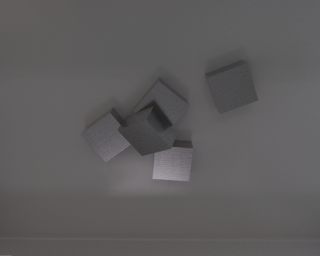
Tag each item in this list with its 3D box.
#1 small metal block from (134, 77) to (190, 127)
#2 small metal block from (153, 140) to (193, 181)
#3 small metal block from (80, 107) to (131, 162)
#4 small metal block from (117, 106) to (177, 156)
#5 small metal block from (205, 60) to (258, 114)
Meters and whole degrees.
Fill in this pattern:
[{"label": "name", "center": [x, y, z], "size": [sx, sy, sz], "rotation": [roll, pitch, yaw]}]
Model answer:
[{"label": "small metal block", "center": [0.002, -0.028, 0.401], "size": [0.050, 0.025, 0.050], "rotation": [38, 106, -13]}, {"label": "small metal block", "center": [0.017, 0.044, 0.427], "size": [0.050, 0.025, 0.050], "rotation": [4, 110, -2]}, {"label": "small metal block", "center": [-0.068, 0.009, 0.414], "size": [0.050, 0.025, 0.050], "rotation": [-35, 107, 12]}, {"label": "small metal block", "center": [-0.016, 0.005, 0.389], "size": [0.050, 0.025, 0.050], "rotation": [-18, 123, 39]}, {"label": "small metal block", "center": [0.090, -0.052, 0.393], "size": [0.050, 0.025, 0.050], "rotation": [-20, 109, 7]}]
